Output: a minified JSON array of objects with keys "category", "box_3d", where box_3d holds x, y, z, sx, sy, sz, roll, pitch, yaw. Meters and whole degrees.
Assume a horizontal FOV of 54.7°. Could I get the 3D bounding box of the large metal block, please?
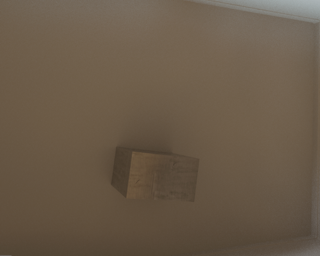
[{"category":"large metal block","box_3d":[-0.009,0.055,0.379,0.081,0.080,0.050,8,88,-20]}]
